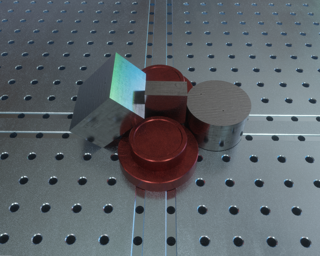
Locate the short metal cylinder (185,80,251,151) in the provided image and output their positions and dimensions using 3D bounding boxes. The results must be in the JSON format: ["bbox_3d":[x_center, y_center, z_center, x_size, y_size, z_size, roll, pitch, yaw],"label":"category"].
[{"bbox_3d":[0.073,-0.017,0.405,0.080,0.050,0.080,0,50,0],"label":"short metal cylinder"}]

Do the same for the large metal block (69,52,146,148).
[{"bbox_3d":[-0.064,-0.034,0.392,0.050,0.080,0.080,32,40,-33],"label":"large metal block"}]

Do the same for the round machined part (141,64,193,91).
[{"bbox_3d":[0.000,-0.053,0.441,0.099,0.042,0.098,0,50,0],"label":"round machined part"}]

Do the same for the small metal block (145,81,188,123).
[{"bbox_3d":[0.008,-0.032,0.389,0.050,0.050,0.025,1,50,1],"label":"small metal block"}]

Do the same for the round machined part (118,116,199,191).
[{"bbox_3d":[-0.002,0.024,0.377,0.099,0.042,0.098,0,50,0],"label":"round machined part"}]
